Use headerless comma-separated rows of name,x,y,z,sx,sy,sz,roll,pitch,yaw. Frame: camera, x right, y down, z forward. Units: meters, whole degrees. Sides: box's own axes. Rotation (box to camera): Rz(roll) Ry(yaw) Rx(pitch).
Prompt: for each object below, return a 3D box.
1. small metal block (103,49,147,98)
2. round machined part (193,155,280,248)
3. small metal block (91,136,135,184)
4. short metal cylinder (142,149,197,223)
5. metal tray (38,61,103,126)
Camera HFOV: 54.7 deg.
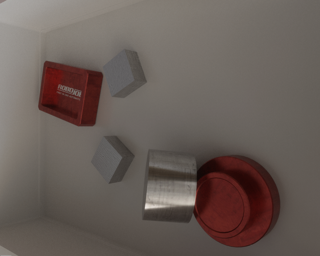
small metal block,-0.052,-0.077,0.447,0.050,0.025,0.050,-29,72,36
round machined part,0.073,0.079,0.334,0.098,0.042,0.097,0,90,39
small metal block,-0.071,0.047,0.463,0.050,0.025,0.050,43,116,31
short metal cylinder,0.009,0.066,0.354,0.050,0.080,0.079,6,95,-5
metal tray,-0.156,-0.061,0.529,0.130,0.030,0.089,19,102,38
